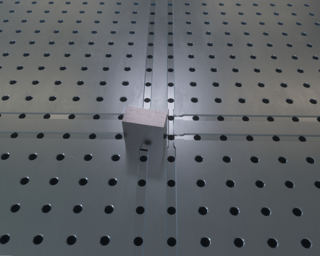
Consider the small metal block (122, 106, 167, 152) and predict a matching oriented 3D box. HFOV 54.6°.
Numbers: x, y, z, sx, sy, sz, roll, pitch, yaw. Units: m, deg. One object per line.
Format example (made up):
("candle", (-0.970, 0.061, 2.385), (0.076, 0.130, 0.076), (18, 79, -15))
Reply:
("small metal block", (-0.018, 0.002, 0.390), (0.050, 0.050, 0.025), (8, 51, 7))
